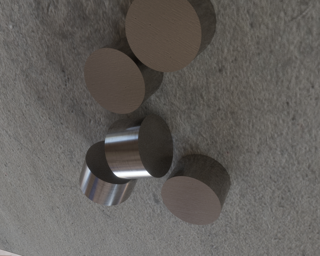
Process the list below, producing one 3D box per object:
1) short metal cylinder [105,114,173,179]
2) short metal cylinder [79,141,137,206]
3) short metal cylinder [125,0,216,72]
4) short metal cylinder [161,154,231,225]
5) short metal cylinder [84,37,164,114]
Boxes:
[{"bbox_3d":[-0.025,0.025,0.398,0.050,0.080,0.080,-8,114,31],"label":"short metal cylinder"},{"bbox_3d":[-0.071,0.064,0.446,0.080,0.080,0.050,31,128,8],"label":"short metal cylinder"},{"bbox_3d":[0.012,-0.104,0.319,0.080,0.050,0.079,13,124,20],"label":"short metal cylinder"},{"bbox_3d":[0.049,0.082,0.415,0.080,0.050,0.079,13,124,20],"label":"short metal cylinder"},{"bbox_3d":[-0.043,-0.064,0.372,0.080,0.050,0.079,13,124,20],"label":"short metal cylinder"}]
